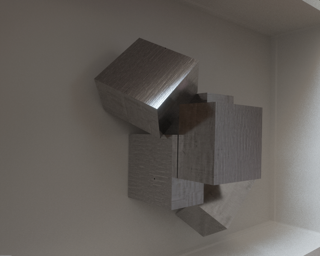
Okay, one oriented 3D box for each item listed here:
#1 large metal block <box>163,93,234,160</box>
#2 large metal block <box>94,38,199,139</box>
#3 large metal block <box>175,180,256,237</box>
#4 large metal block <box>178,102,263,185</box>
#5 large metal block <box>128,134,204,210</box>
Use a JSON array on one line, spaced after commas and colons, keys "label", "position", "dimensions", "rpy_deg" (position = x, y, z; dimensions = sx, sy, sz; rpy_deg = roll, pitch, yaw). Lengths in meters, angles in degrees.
[{"label": "large metal block", "position": [0.048, -0.001, 0.407], "dimensions": [0.050, 0.080, 0.080], "rpy_deg": [1, 89, -40]}, {"label": "large metal block", "position": [-0.012, -0.047, 0.349], "dimensions": [0.080, 0.080, 0.050], "rpy_deg": [-51, 155, -28]}, {"label": "large metal block", "position": [0.074, 0.094, 0.421], "dimensions": [0.050, 0.080, 0.080], "rpy_deg": [38, 61, 5]}, {"label": "large metal block", "position": [0.067, 0.016, 0.340], "dimensions": [0.081, 0.050, 0.080], "rpy_deg": [2, 89, -40]}, {"label": "large metal block", "position": [0.006, 0.047, 0.374], "dimensions": [0.050, 0.080, 0.080], "rpy_deg": [1, 89, -40]}]
